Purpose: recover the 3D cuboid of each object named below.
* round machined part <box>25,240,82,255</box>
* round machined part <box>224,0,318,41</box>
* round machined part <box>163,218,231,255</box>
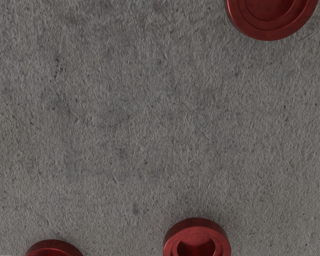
[{"bbox_3d":[-0.170,0.227,0.483,0.099,0.042,0.097,0,110,0],"label":"round machined part"},{"bbox_3d":[0.120,-0.149,0.346,0.099,0.042,0.097,0,110,0],"label":"round machined part"},{"bbox_3d":[0.054,0.175,0.466,0.099,0.042,0.097,0,110,0],"label":"round machined part"}]
